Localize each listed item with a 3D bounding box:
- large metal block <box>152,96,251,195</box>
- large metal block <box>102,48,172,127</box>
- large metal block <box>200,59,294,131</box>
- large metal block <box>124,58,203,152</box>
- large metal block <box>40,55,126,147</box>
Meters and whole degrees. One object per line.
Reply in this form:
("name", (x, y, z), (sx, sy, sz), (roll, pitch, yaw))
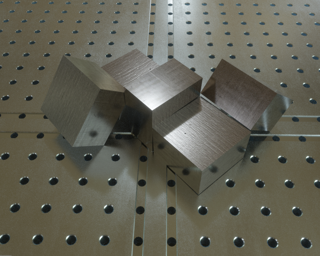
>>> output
("large metal block", (0.048, 0.018, 0.376), (0.080, 0.050, 0.080), (-34, 56, -25))
("large metal block", (-0.038, -0.057, 0.439), (0.080, 0.050, 0.080), (-35, 59, -24))
("large metal block", (0.113, -0.040, 0.399), (0.080, 0.050, 0.080), (42, 21, 28))
("large metal block", (0.004, -0.029, 0.396), (0.080, 0.080, 0.050), (-35, 59, -26))
("large metal block", (-0.095, -0.033, 0.390), (0.080, 0.080, 0.050), (42, 22, 29))
